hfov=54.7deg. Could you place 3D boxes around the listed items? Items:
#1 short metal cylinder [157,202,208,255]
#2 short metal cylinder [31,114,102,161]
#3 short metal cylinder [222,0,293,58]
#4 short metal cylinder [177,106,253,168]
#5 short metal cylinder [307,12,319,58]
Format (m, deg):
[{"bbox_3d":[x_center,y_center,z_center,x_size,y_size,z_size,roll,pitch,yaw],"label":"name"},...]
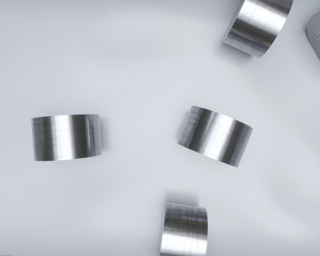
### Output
[{"bbox_3d":[0.026,0.136,0.384,0.050,0.080,0.080,8,90,0],"label":"short metal cylinder"},{"bbox_3d":[-0.114,0.011,0.383,0.080,0.080,0.050,-4,90,0],"label":"short metal cylinder"},{"bbox_3d":[0.119,-0.134,0.385,0.050,0.080,0.080,25,90,0],"label":"short metal cylinder"},{"bbox_3d":[0.067,0.010,0.384,0.080,0.080,0.050,22,90,0],"label":"short metal cylinder"},{"bbox_3d":[0.233,-0.119,0.385,0.050,0.080,0.080,-30,90,0],"label":"short metal cylinder"}]
